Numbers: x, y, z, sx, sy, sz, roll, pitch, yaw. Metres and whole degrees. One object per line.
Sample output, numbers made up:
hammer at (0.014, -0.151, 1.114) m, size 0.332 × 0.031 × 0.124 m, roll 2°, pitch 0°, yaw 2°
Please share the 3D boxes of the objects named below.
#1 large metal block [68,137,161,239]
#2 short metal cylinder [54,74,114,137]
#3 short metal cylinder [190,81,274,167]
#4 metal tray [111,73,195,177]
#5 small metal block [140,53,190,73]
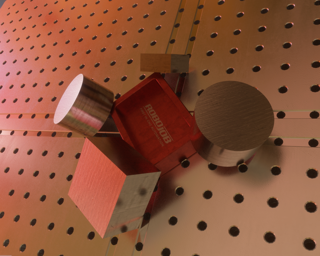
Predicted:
large metal block at (-0.055, 0.065, 0.359) m, size 0.080 × 0.050 × 0.079 m, roll 35°, pitch 112°, yaw 38°
short metal cylinder at (-0.111, -0.031, 0.451) m, size 0.080 × 0.050 × 0.080 m, roll -36°, pitch 38°, yaw 35°
short metal cylinder at (0.075, -0.004, 0.335) m, size 0.081 × 0.050 × 0.080 m, roll 1°, pitch 65°, yaw -1°
metal tray at (-0.007, -0.007, 0.412) m, size 0.090 × 0.030 × 0.130 m, roll -35°, pitch 51°, yaw 4°
small metal block at (0.007, -0.093, 0.442) m, size 0.050 × 0.050 × 0.025 m, roll 10°, pitch 104°, yaw 32°
